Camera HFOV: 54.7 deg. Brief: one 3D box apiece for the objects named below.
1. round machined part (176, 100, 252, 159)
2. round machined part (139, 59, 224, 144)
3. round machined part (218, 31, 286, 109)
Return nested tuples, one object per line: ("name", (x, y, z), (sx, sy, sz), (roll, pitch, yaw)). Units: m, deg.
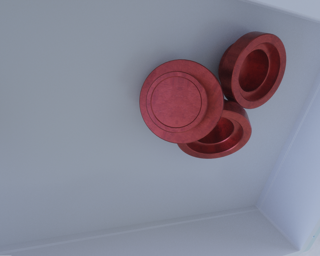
("round machined part", (0.070, -0.004, 0.419), (0.099, 0.042, 0.097), (-1, 138, -1))
("round machined part", (0.023, -0.030, 0.356), (0.098, 0.098, 0.042), (-57, 170, 13))
("round machined part", (0.117, -0.078, 0.409), (0.099, 0.042, 0.097), (-15, 120, -29))
